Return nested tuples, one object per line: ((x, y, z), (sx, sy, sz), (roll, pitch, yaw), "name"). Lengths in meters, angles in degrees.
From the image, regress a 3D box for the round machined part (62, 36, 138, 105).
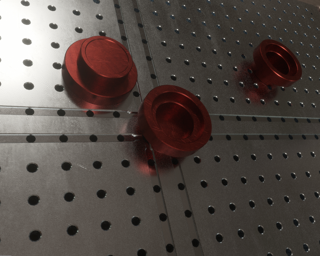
((-0.075, -0.082, 0.408), (0.099, 0.042, 0.098), (14, 56, -21), "round machined part")

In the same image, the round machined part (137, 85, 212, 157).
((0.016, -0.006, 0.411), (0.099, 0.042, 0.098), (14, 56, -21), "round machined part")

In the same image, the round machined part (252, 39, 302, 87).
((0.216, -0.117, 0.588), (0.099, 0.042, 0.098), (14, 56, -21), "round machined part")
